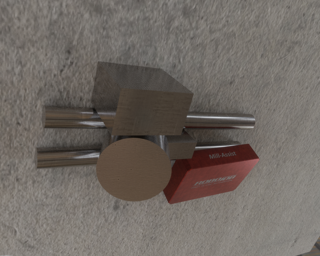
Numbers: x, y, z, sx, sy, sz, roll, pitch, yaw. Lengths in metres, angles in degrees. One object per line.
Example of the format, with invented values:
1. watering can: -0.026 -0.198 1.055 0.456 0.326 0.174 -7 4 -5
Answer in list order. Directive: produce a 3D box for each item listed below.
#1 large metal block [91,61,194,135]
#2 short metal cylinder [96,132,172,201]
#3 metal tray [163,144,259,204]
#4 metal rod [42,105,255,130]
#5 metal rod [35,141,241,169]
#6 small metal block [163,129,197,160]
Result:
1. large metal block: -0.023 -0.033 0.342 0.081 0.080 0.050 1 118 -29
2. short metal cylinder: -0.029 0.036 0.354 0.081 0.050 0.079 -1 114 -2
3. metal tray: 0.077 0.070 0.474 0.131 0.030 0.089 -5 138 -28
4. metal rod: 0.007 -0.011 0.407 0.303 0.025 0.025 1 118 -29
5. metal rod: -0.009 0.034 0.426 0.303 0.025 0.025 0 119 -29
6. small metal block: 0.012 0.017 0.411 0.050 0.050 0.025 1 118 -29
